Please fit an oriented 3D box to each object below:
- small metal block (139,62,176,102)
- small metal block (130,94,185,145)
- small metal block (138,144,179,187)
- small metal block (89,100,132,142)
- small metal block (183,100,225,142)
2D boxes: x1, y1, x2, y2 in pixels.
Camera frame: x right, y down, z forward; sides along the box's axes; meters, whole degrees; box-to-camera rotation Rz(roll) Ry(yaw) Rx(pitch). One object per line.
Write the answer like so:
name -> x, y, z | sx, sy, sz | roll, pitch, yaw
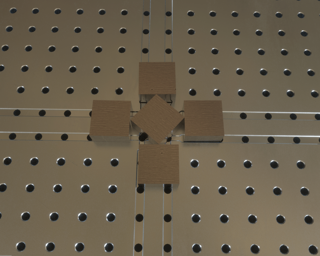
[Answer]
small metal block -> -0.004, -0.065, 0.435 | 0.050, 0.025, 0.050 | 0, 70, -1
small metal block -> -0.003, -0.008, 0.414 | 0.050, 0.025, 0.050 | 40, 75, 13
small metal block -> -0.002, 0.048, 0.394 | 0.050, 0.025, 0.050 | 0, 70, 0
small metal block -> -0.064, -0.009, 0.414 | 0.050, 0.025, 0.050 | 1, 70, 0
small metal block -> 0.057, -0.009, 0.416 | 0.050, 0.025, 0.050 | 0, 70, -1
